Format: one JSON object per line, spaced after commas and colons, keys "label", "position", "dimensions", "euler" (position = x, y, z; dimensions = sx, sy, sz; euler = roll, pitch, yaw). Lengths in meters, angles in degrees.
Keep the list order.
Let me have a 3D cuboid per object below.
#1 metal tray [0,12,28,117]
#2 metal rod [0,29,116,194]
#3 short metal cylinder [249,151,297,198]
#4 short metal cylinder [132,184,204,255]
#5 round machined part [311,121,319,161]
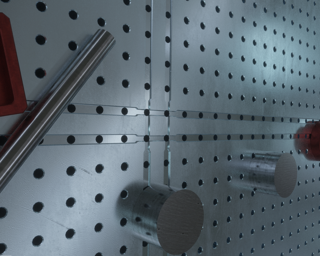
{"label": "metal tray", "position": [-0.186, -0.046, 0.249], "dimensions": [0.131, 0.030, 0.089], "euler": [-14, 99, -39]}
{"label": "metal rod", "position": [-0.132, 0.015, 0.297], "dimensions": [0.025, 0.025, 0.300], "euler": [45, 63, -31]}
{"label": "short metal cylinder", "position": [0.207, 0.083, 0.566], "dimensions": [0.081, 0.050, 0.080], "euler": [0, 90, -40]}
{"label": "short metal cylinder", "position": [0.011, 0.116, 0.402], "dimensions": [0.081, 0.050, 0.080], "euler": [0, 90, -40]}
{"label": "round machined part", "position": [0.401, 0.032, 0.734], "dimensions": [0.099, 0.042, 0.097], "euler": [0, 90, -40]}
